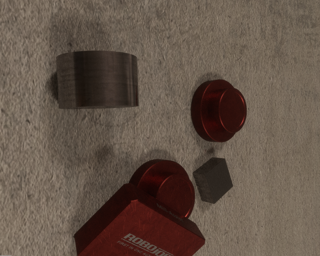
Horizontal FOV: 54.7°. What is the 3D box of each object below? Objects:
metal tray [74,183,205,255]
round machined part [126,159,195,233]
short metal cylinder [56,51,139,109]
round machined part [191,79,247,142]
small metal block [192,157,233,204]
[{"bbox_3d":[-0.019,0.129,0.359,0.090,0.030,0.130,-46,123,6],"label":"metal tray"},{"bbox_3d":[0.008,0.091,0.402,0.099,0.042,0.097,0,90,-40],"label":"round machined part"},{"bbox_3d":[-0.063,-0.046,0.318,0.081,0.080,0.050,-4,93,-40],"label":"short metal cylinder"},{"bbox_3d":[0.097,-0.026,0.478,0.099,0.042,0.097,0,90,-40],"label":"round machined part"},{"bbox_3d":[0.082,0.080,0.477,0.050,0.025,0.050,-31,110,-36],"label":"small metal block"}]
